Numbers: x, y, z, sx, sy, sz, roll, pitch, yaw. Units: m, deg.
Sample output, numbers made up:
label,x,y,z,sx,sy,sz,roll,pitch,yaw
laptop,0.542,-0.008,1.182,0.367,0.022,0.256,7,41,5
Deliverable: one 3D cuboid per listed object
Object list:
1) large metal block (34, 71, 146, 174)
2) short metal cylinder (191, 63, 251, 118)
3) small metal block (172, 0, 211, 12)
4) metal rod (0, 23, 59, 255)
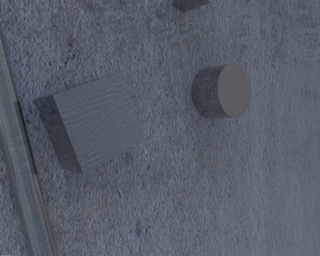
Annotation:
label,x,y,z,sx,sy,sz,roll,pitch,yaw
large metal block,-0.072,-0.008,0.329,0.081,0.050,0.080,-28,108,-37
short metal cylinder,0.094,-0.055,0.470,0.081,0.050,0.079,0,90,-40
small metal block,0.045,-0.195,0.428,0.025,0.050,0.050,10,84,-40
metal rod,-0.132,0.036,0.295,0.025,0.025,0.298,-18,101,-39
